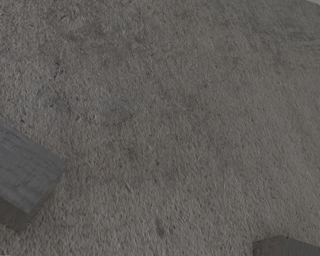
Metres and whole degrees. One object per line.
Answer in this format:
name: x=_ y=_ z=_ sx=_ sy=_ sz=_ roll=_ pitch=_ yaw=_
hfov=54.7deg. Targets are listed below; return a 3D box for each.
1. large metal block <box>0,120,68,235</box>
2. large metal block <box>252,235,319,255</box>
large metal block: x=-0.136 y=0.042 z=0.269 sx=0.080 sy=0.080 sz=0.050 roll=35 pitch=51 yaw=-6
large metal block: x=0.158 y=0.180 z=0.363 sx=0.080 sy=0.050 sz=0.080 roll=21 pitch=54 yaw=-16
